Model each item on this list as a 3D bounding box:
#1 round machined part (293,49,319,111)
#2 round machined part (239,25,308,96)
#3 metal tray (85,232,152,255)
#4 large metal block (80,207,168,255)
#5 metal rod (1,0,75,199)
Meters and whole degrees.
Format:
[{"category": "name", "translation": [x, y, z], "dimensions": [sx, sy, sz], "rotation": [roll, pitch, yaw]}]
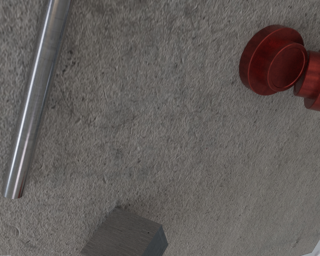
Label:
[{"category": "round machined part", "translation": [0.226, -0.075, 0.450], "dimensions": [0.042, 0.098, 0.097], "rotation": [14, 119, 11]}, {"category": "round machined part", "translation": [0.163, -0.089, 0.430], "dimensions": [0.099, 0.042, 0.097], "rotation": [-14, 124, -21]}, {"category": "metal tray", "translation": [-0.048, 0.220, 0.449], "dimensions": [0.091, 0.130, 0.030], "rotation": [-9, 124, -24]}, {"category": "large metal block", "translation": [-0.047, 0.167, 0.429], "dimensions": [0.080, 0.080, 0.050], "rotation": [-50, 139, -39]}, {"category": "metal rod", "translation": [-0.117, -0.055, 0.308], "dimensions": [0.025, 0.025, 0.298], "rotation": [9, 114, -32]}]
